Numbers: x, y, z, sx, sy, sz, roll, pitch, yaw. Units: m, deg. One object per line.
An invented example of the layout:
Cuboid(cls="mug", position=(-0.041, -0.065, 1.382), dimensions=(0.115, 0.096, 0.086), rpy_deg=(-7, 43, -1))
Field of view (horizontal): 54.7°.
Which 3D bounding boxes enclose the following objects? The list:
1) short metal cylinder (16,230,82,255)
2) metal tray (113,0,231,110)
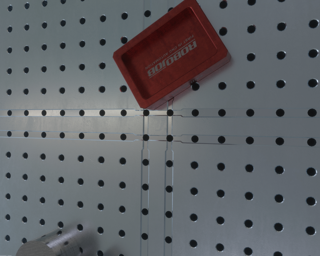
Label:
Cuboid(cls="short metal cylinder", position=(-0.164, 0.198, 0.457), dimensions=(0.080, 0.050, 0.079), rpy_deg=(0, 90, 20))
Cuboid(cls="metal tray", position=(0.013, -0.093, 0.405), dimensions=(0.130, 0.030, 0.090), rpy_deg=(-32, 80, 17))
